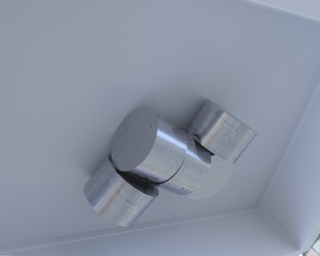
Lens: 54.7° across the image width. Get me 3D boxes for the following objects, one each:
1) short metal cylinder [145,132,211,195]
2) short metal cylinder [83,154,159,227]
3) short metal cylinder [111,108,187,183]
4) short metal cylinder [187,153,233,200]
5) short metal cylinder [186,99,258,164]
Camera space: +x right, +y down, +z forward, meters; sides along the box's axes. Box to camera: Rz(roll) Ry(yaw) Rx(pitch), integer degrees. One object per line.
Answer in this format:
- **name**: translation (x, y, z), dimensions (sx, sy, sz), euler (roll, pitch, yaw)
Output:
- **short metal cylinder**: translation (0.020, 0.043, 0.411), dimensions (0.050, 0.080, 0.080), euler (30, 101, -38)
- **short metal cylinder**: translation (-0.048, 0.077, 0.394), dimensions (0.080, 0.080, 0.050), euler (33, 100, -39)
- **short metal cylinder**: translation (-0.014, 0.022, 0.378), dimensions (0.050, 0.080, 0.080), euler (29, 102, -38)
- **short metal cylinder**: translation (0.061, 0.060, 0.462), dimensions (0.081, 0.050, 0.079), euler (-14, 125, -21)
- **short metal cylinder**: translation (0.084, 0.004, 0.421), dimensions (0.080, 0.080, 0.050), euler (26, 104, -37)
